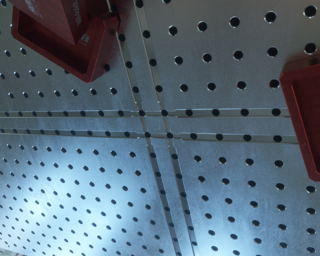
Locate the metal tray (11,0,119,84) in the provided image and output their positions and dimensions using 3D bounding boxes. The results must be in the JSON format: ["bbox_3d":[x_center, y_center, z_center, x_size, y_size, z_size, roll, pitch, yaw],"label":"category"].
[{"bbox_3d":[-0.124,-0.127,0.392,0.130,0.030,0.089,32,128,7],"label":"metal tray"}]

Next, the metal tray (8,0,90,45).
[{"bbox_3d":[-0.119,-0.137,0.300,0.090,0.030,0.130,34,172,-5],"label":"metal tray"}]

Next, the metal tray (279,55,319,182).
[{"bbox_3d":[0.182,-0.010,0.305,0.090,0.030,0.129,-12,113,33],"label":"metal tray"}]
